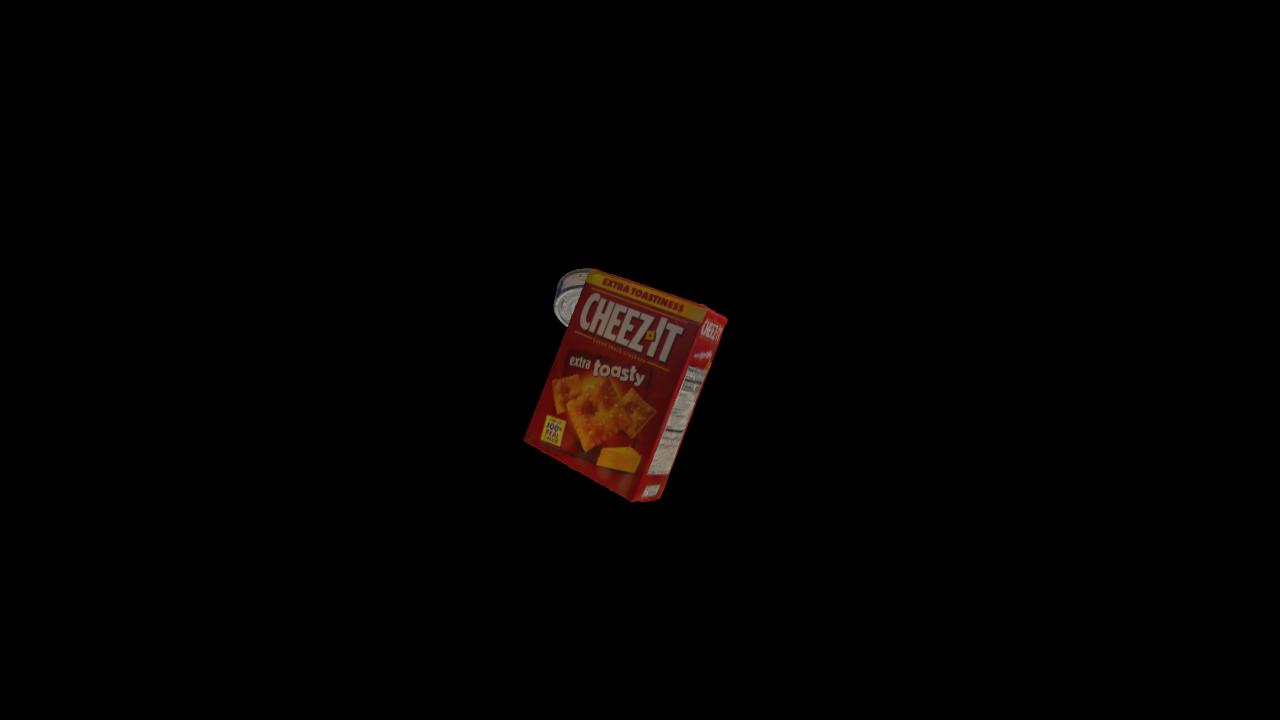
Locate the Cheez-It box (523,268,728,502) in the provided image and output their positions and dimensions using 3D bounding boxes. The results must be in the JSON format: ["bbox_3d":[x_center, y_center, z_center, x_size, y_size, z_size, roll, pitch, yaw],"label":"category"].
[{"bbox_3d":[-0.018,0.025,0.700,0.166,0.223,0.071,23,3,30],"label":"Cheez-It box"}]

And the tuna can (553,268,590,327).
[{"bbox_3d":[-0.063,-0.069,0.751,0.084,0.034,0.084,4,-39,3],"label":"tuna can"}]
